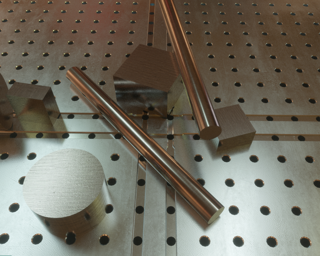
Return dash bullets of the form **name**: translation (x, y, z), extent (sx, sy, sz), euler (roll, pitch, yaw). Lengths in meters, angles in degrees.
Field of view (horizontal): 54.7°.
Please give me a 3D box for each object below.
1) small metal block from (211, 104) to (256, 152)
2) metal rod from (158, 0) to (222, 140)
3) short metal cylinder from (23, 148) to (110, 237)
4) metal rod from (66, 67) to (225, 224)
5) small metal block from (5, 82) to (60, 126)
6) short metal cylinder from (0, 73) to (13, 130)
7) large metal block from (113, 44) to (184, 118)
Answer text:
- **small metal block**: translation (0.090, -0.001, 0.409), extent (0.050, 0.025, 0.050), euler (-13, 51, -11)
- **metal rod**: translation (0.031, -0.108, 0.433), extent (0.025, 0.025, 0.300), euler (-7, 51, -6)
- **short metal cylinder**: translation (-0.097, 0.069, 0.333), extent (0.080, 0.050, 0.080), euler (0, 50, 0)
- **metal rod**: translation (-0.036, 0.005, 0.403), extent (0.025, 0.025, 0.300), euler (-33, 57, -24)
- **small metal block**: translation (-0.169, -0.032, 0.417), extent (0.050, 0.050, 0.025), euler (9, 51, 7)
- **short metal cylinder**: translation (-0.230, -0.033, 0.398), extent (0.050, 0.080, 0.080), euler (-11, 51, -9)
- **large metal block**: translation (-0.010, -0.070, 0.450), extent (0.080, 0.050, 0.080), euler (19, 53, 15)
